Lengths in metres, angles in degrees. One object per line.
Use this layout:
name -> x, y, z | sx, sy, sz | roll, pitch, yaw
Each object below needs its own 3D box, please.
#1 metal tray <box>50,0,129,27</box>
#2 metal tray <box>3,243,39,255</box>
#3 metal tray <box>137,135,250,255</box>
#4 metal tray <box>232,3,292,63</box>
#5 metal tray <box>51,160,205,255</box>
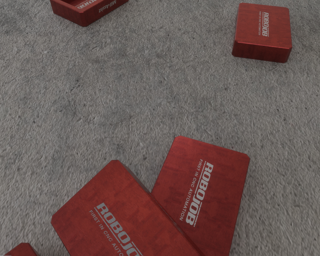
metal tray -> -0.137, -0.255, 0.612 | 0.090, 0.030, 0.131 | 30, 56, 23
metal tray -> -0.144, 0.173, 0.254 | 0.131, 0.030, 0.090 | -35, 59, -26
metal tray -> 0.040, 0.075, 0.337 | 0.090, 0.030, 0.130 | 16, 52, 13
metal tray -> 0.179, -0.171, 0.544 | 0.090, 0.030, 0.130 | 10, 51, 8
metal tray -> -0.033, 0.104, 0.291 | 0.090, 0.030, 0.130 | -44, 60, -5
